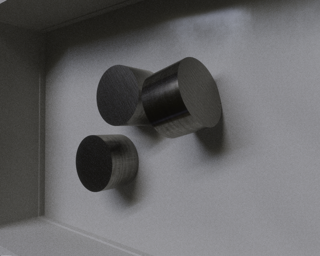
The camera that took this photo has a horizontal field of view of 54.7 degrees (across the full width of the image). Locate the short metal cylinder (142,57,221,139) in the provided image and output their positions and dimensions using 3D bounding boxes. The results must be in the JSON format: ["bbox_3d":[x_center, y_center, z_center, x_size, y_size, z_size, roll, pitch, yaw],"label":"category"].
[{"bbox_3d":[0.026,-0.033,0.348,0.050,0.081,0.080,-19,78,38],"label":"short metal cylinder"}]

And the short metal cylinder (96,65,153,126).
[{"bbox_3d":[-0.041,-0.042,0.422,0.080,0.050,0.079,0,90,39],"label":"short metal cylinder"}]

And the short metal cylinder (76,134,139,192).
[{"bbox_3d":[-0.078,0.050,0.452,0.080,0.050,0.079,0,90,39],"label":"short metal cylinder"}]
